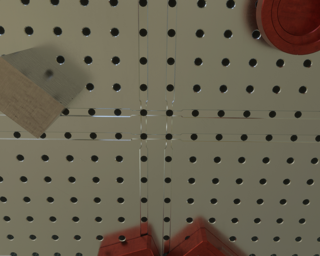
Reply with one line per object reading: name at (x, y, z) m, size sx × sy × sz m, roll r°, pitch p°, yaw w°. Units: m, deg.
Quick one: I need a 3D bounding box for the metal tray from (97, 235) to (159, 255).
metal tray at (-0.037, 0.242, 0.499) m, size 0.090 × 0.030 × 0.129 m, roll -18°, pitch 109°, yaw 6°

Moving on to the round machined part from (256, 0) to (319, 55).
round machined part at (0.159, -0.136, 0.356) m, size 0.099 × 0.042 × 0.097 m, roll 0°, pitch 110°, yaw 0°

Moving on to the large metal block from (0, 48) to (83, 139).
large metal block at (-0.149, -0.044, 0.366) m, size 0.080 × 0.080 × 0.050 m, roll 40°, pitch 105°, yaw -14°

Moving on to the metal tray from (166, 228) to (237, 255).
metal tray at (0.081, 0.230, 0.496) m, size 0.130 × 0.030 × 0.090 m, roll 43°, pitch 104°, yaw -14°
